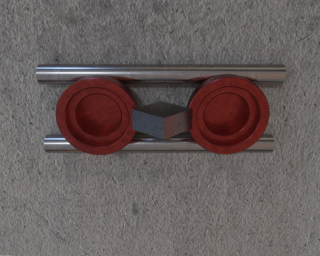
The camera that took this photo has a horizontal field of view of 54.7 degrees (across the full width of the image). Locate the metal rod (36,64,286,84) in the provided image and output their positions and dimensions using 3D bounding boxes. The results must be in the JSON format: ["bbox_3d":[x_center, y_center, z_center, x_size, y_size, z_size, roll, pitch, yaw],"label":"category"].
[{"bbox_3d":[0.002,-0.067,0.386,0.302,0.025,0.025,0,110,-1],"label":"metal rod"}]

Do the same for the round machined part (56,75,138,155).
[{"bbox_3d":[-0.075,-0.019,0.390,0.099,0.042,0.097,0,110,0],"label":"round machined part"}]

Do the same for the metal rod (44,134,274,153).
[{"bbox_3d":[-0.001,0.021,0.418,0.302,0.025,0.025,0,110,-1],"label":"metal rod"}]

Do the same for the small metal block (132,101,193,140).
[{"bbox_3d":[0.003,-0.011,0.366,0.050,0.050,0.025,17,116,40],"label":"small metal block"}]

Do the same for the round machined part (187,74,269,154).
[{"bbox_3d":[0.082,-0.020,0.390,0.099,0.042,0.097,0,110,0],"label":"round machined part"}]
